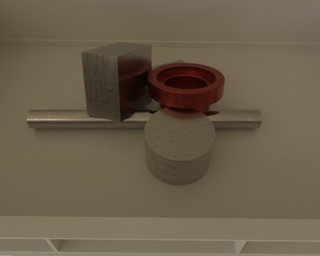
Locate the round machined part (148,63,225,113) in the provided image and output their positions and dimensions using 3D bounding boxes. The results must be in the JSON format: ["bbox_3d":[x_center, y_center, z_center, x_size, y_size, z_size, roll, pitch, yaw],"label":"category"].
[{"bbox_3d":[0.034,-0.049,0.408,0.099,0.042,0.098,0,33,0],"label":"round machined part"}]

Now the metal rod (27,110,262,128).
[{"bbox_3d":[-0.019,-0.012,0.411,0.302,0.025,0.025,0,50,-1],"label":"metal rod"}]

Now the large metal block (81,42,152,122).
[{"bbox_3d":[-0.052,-0.063,0.401,0.050,0.079,0.080,12,27,24],"label":"large metal block"}]

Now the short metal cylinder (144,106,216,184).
[{"bbox_3d":[0.022,0.020,0.369,0.081,0.050,0.080,0,50,0],"label":"short metal cylinder"}]

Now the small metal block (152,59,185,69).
[{"bbox_3d":[0.020,-0.073,0.466,0.050,0.025,0.050,-16,52,-14],"label":"small metal block"}]
